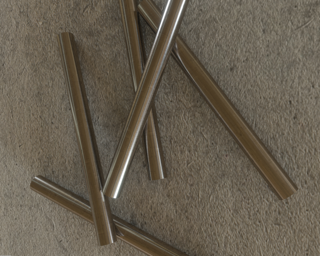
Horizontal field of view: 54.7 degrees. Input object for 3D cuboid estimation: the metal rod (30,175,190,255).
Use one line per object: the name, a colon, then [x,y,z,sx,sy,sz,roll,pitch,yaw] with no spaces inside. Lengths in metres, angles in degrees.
metal rod: [-0.057,0.138,0.427,0.301,0.025,0.025,23,97,18]

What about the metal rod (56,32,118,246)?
metal rod: [-0.104,0.007,0.429,0.025,0.025,0.299,-18,79,19]

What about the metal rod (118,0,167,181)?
metal rod: [-0.028,-0.080,0.417,0.025,0.025,0.298,-11,86,19]

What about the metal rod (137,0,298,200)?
metal rod: [0.064,-0.044,0.385,0.025,0.025,0.299,-38,78,16]

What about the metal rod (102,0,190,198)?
metal rod: [-0.014,-0.054,0.385,0.025,0.025,0.298,22,97,18]
